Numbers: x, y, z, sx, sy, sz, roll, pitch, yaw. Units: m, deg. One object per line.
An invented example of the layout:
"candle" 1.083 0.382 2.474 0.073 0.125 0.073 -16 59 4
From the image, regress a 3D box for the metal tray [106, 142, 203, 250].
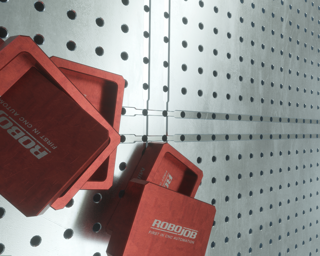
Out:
"metal tray" -0.001 0.094 0.406 0.090 0.030 0.130 40 65 -33

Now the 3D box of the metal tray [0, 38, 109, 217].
"metal tray" -0.120 -0.002 0.258 0.130 0.030 0.090 41 72 0

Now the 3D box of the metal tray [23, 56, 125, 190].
"metal tray" -0.090 -0.001 0.331 0.091 0.030 0.129 10 84 -40

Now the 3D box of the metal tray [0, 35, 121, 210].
"metal tray" -0.105 -0.001 0.267 0.090 0.030 0.130 -51 126 -18

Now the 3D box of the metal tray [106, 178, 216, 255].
"metal tray" 0.008 0.122 0.375 0.131 0.030 0.090 28 72 -37
